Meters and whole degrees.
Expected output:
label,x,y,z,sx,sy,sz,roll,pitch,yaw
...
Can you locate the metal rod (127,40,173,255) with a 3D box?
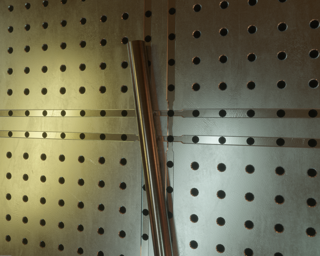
label,x,y,z,sx,sy,sz,roll,pitch,yaw
metal rod,-0.013,0.032,0.417,0.025,0.025,0.299,-9,87,20
